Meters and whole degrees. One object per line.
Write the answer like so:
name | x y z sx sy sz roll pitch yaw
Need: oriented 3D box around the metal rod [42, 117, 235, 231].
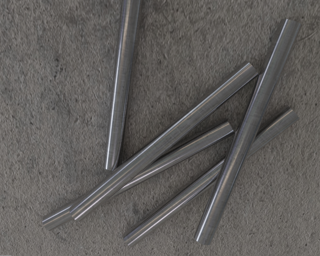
metal rod | -0.036 0.069 0.434 0.300 0.025 0.025 -29 108 10

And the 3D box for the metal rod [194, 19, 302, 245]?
metal rod | 0.106 0.014 0.394 0.025 0.025 0.298 18 101 -7

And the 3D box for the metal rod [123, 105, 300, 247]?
metal rod | 0.063 0.075 0.437 0.300 0.025 0.025 -41 105 13

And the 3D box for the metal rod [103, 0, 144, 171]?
metal rod | -0.042 -0.085 0.377 0.025 0.025 0.298 8 110 -3

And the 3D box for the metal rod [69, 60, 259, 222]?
metal rod | 0.000 0.022 0.403 0.300 0.025 0.025 -40 106 7
